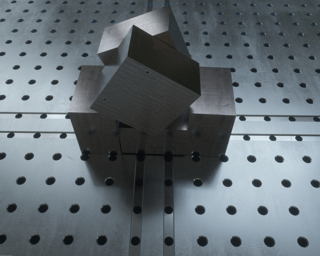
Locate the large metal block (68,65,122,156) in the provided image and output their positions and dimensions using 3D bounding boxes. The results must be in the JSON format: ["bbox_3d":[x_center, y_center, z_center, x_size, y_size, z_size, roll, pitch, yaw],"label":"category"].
[{"bbox_3d":[-0.073,-0.022,0.389,0.050,0.080,0.080,2,50,1],"label":"large metal block"}]

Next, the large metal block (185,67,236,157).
[{"bbox_3d":[0.059,-0.020,0.389,0.050,0.080,0.080,3,50,2],"label":"large metal block"}]

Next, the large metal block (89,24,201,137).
[{"bbox_3d":[-0.015,-0.044,0.322,0.080,0.080,0.050,25,45,-23],"label":"large metal block"}]

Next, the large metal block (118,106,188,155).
[{"bbox_3d":[-0.006,-0.014,0.400,0.081,0.050,0.080,2,50,1],"label":"large metal block"}]

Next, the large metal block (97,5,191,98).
[{"bbox_3d":[-0.013,-0.081,0.357,0.080,0.080,0.050,-13,47,18],"label":"large metal block"}]
